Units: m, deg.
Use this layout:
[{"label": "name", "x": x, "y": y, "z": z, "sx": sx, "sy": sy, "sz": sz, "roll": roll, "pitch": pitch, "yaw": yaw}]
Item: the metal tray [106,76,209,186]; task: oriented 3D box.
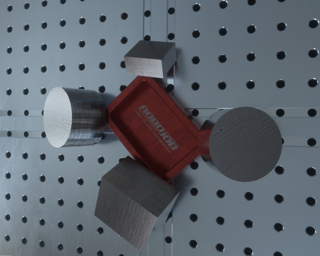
[{"label": "metal tray", "x": -0.006, "y": 0.001, "z": 0.411, "sx": 0.090, "sy": 0.030, "sz": 0.130, "roll": -43, "pitch": 77, "yaw": 15}]

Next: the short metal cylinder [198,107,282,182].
[{"label": "short metal cylinder", "x": 0.088, "y": 0.017, "z": 0.352, "sx": 0.081, "sy": 0.050, "sz": 0.079, "roll": 0, "pitch": 90, "yaw": -7}]

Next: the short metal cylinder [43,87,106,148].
[{"label": "short metal cylinder", "x": -0.118, "y": -0.014, "z": 0.425, "sx": 0.080, "sy": 0.050, "sz": 0.079, "roll": 1, "pitch": 91, "yaw": 45}]

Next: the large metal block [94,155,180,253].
[{"label": "large metal block", "x": -0.031, "y": 0.096, "z": 0.392, "sx": 0.080, "sy": 0.050, "sz": 0.079, "roll": 32, "pitch": 131, "yaw": 16}]

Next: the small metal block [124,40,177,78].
[{"label": "small metal block", "x": -0.011, "y": -0.090, "z": 0.400, "sx": 0.050, "sy": 0.050, "sz": 0.025, "roll": 10, "pitch": 131, "yaw": 20}]
